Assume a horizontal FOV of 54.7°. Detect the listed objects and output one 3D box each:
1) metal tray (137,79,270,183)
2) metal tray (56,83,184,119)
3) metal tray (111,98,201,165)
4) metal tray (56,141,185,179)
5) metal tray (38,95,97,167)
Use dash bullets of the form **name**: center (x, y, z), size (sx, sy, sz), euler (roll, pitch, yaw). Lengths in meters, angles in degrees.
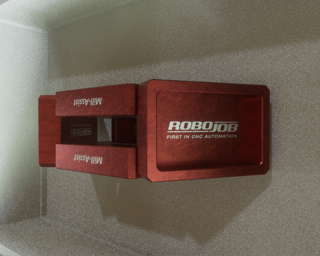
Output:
- **metal tray**: center (0.044, 0.002, 0.301), size (0.030, 0.131, 0.089), euler (-179, 88, -69)
- **metal tray**: center (-0.048, -0.027, 0.362), size (0.130, 0.091, 0.030), euler (1, 90, 40)
- **metal tray**: center (-0.009, 0.003, 0.410), size (0.130, 0.030, 0.089), euler (0, 90, 39)
- **metal tray**: center (-0.048, 0.033, 0.363), size (0.130, 0.091, 0.030), euler (0, 90, 39)
- **metal tray**: center (-0.126, 0.003, 0.443), size (0.030, 0.130, 0.089), euler (0, 91, 8)
